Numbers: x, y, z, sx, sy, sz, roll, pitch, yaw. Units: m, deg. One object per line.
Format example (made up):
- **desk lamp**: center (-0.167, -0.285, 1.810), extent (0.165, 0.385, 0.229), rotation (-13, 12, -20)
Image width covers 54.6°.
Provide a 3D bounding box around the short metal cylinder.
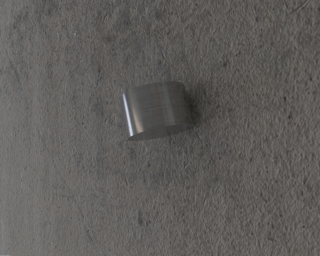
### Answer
- **short metal cylinder**: center (-0.004, -0.018, 0.373), extent (0.080, 0.081, 0.050), rotation (-20, 78, 38)
